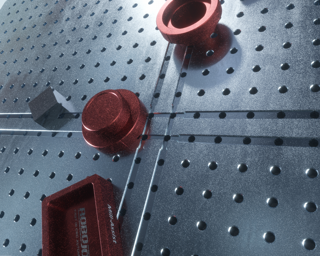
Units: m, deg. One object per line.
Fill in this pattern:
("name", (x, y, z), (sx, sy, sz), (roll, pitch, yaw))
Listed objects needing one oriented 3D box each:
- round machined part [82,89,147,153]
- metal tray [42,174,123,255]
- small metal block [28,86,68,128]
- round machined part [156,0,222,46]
("round machined part", (-0.072, -0.016, 0.446), (0.098, 0.042, 0.098), (-13, 56, 21))
("metal tray", (-0.096, 0.132, 0.374), (0.090, 0.030, 0.130), (-26, 53, 12))
("small metal block", (-0.193, -0.037, 0.533), (0.050, 0.025, 0.050), (-38, 51, 2))
("round machined part", (0.047, -0.165, 0.474), (0.098, 0.042, 0.098), (-13, 56, 21))
